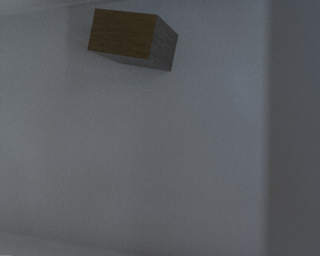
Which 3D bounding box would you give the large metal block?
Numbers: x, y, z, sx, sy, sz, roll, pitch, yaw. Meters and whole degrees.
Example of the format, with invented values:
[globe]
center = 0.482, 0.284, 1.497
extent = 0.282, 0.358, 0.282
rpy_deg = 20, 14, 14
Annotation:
[large metal block]
center = -0.031, -0.109, 0.392
extent = 0.080, 0.080, 0.050
rpy_deg = 13, 95, 19
